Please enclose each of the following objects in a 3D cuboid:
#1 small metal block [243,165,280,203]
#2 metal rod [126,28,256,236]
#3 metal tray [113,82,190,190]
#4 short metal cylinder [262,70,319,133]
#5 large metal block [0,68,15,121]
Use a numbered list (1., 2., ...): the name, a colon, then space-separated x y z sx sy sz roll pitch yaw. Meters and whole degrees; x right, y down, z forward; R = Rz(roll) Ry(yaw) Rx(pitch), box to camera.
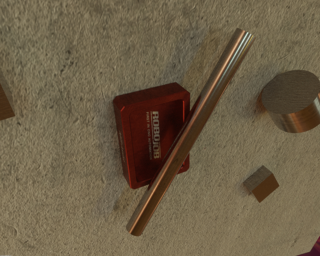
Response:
1. small metal block: 0.190 0.105 0.579 0.050 0.025 0.050 -41 130 -1
2. metal rod: 0.031 0.017 0.396 0.025 0.025 0.298 17 110 -35
3. metal tray: -0.007 0.012 0.408 0.091 0.030 0.129 -16 125 -20
4. short metal cylinder: 0.199 -0.039 0.459 0.080 0.080 0.050 -44 130 2
5. large metal block: -0.183 -0.042 0.265 0.081 0.050 0.079 -20 127 -17
